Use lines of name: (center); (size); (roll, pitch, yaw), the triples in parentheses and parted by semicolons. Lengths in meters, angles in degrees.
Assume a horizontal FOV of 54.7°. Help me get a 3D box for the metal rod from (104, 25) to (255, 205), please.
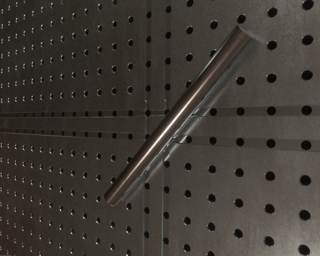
metal rod: (0.010, 0.002, 0.399); (0.298, 0.025, 0.025); (-52, 60, 27)
